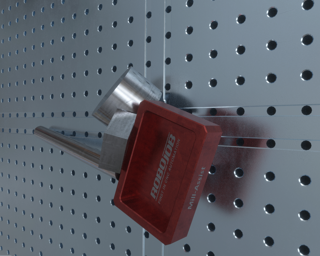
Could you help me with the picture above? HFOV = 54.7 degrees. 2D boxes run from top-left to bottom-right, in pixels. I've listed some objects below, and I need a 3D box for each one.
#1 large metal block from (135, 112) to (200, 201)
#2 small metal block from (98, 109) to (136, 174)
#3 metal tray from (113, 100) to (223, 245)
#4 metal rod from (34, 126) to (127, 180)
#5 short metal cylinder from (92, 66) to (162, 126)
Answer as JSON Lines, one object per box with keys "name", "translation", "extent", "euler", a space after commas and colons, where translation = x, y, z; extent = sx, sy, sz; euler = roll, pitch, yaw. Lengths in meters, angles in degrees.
{"name": "large metal block", "translation": [0.003, 0.035, 0.387], "extent": [0.080, 0.050, 0.080], "euler": [-42, 65, 31]}
{"name": "small metal block", "translation": [-0.047, 0.014, 0.352], "extent": [0.025, 0.050, 0.050], "euler": [16, 124, 0]}
{"name": "metal tray", "translation": [0.003, 0.044, 0.332], "extent": [0.090, 0.030, 0.129], "euler": [26, 106, 37]}
{"name": "metal rod", "translation": [-0.136, 0.030, 0.480], "extent": [0.300, 0.025, 0.025], "euler": [13, 99, 50]}
{"name": "short metal cylinder", "translation": [-0.043, -0.033, 0.399], "extent": [0.050, 0.080, 0.080], "euler": [39, 123, -15]}
